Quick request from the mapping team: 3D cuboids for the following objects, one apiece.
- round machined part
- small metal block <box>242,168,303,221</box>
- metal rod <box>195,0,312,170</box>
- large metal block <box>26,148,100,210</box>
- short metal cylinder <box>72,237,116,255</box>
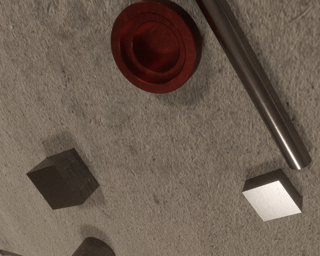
[{"bbox_3d":[-0.001,-0.091,0.339,0.098,0.042,0.097,13,124,20],"label":"round machined part"},{"bbox_3d":[0.140,0.084,0.385,0.050,0.025,0.050,-30,102,37],"label":"small metal block"},{"bbox_3d":[0.077,-0.083,0.314,0.025,0.025,0.299,-24,106,36],"label":"metal rod"},{"bbox_3d":[-0.165,0.088,0.530,0.080,0.050,0.080,-19,109,35],"label":"large metal block"},{"bbox_3d":[-0.136,0.269,0.626,0.080,0.050,0.079,13,124,20],"label":"short metal cylinder"}]
